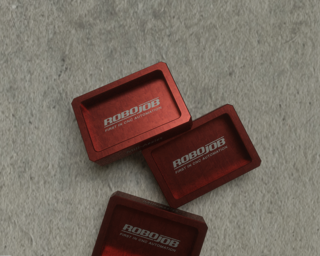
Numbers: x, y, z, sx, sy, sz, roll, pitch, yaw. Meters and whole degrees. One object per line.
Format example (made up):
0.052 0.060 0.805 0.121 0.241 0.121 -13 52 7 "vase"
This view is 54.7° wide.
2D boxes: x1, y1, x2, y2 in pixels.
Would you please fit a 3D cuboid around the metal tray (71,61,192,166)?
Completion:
-0.036 -0.018 0.390 0.131 0.030 0.090 -23 70 0 "metal tray"

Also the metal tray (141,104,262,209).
0.053 0.036 0.408 0.131 0.030 0.090 -27 90 -1 "metal tray"

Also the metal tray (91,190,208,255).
-0.013 0.146 0.407 0.131 0.030 0.090 17 90 -1 "metal tray"
